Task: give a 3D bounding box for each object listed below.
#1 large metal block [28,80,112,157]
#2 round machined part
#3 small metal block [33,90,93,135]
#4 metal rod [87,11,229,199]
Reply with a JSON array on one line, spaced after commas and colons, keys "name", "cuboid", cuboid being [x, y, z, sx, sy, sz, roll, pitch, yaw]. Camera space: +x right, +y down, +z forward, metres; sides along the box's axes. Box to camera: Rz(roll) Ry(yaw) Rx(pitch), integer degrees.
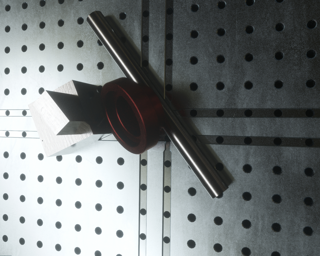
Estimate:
[{"name": "large metal block", "cuboid": [-0.128, -0.012, 0.443, 0.080, 0.050, 0.080, -25, 82, 18]}, {"name": "round machined part", "cuboid": [-0.031, -0.019, 0.396, 0.098, 0.042, 0.097, 36, 141, 37]}, {"name": "small metal block", "cuboid": [-0.120, -0.018, 0.387, 0.025, 0.050, 0.050, -44, 77, 14]}, {"name": "metal rod", "cuboid": [-0.009, -0.039, 0.415, 0.025, 0.025, 0.299, -38, 78, 16]}]
